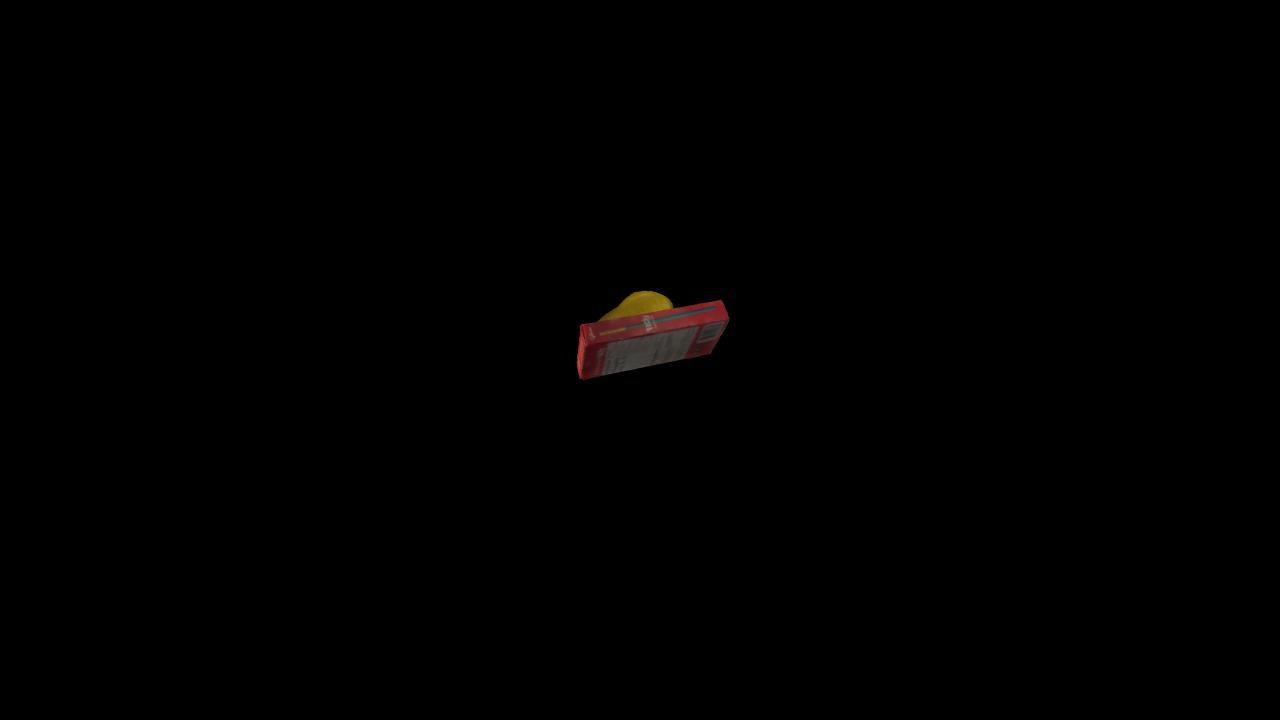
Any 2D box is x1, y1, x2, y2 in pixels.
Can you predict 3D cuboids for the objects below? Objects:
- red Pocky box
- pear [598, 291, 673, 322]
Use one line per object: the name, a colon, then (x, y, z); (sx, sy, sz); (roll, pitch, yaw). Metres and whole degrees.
red Pocky box: (0.011, -0.021, 0.649); (0.155, 0.028, 0.083); (-11, -23, -15)
pear: (-0.015, -0.037, 0.704); (0.111, 0.080, 0.080); (-6, 0, -4)
